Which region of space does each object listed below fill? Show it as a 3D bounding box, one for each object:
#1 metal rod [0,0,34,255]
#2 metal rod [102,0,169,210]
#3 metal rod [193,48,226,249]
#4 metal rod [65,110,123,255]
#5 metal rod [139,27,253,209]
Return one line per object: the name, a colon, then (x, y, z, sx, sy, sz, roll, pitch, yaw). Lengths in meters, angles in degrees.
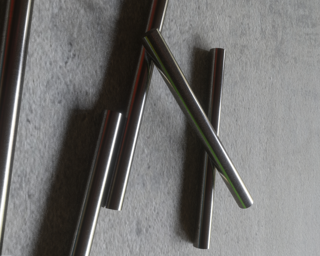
metal rod: (-0.143, -0.016, 0.285, 0.025, 0.025, 0.298, 9, 84, -40)
metal rod: (-0.026, -0.051, 0.384, 0.025, 0.025, 0.299, 20, 77, -39)
metal rod: (0.076, 0.027, 0.470, 0.025, 0.025, 0.298, 9, 84, -40)
metal rod: (-0.086, 0.126, 0.334, 0.025, 0.025, 0.299, 20, 77, -39)
metal rod: (0.060, 0.003, 0.423, 0.025, 0.025, 0.299, -48, 119, -29)
